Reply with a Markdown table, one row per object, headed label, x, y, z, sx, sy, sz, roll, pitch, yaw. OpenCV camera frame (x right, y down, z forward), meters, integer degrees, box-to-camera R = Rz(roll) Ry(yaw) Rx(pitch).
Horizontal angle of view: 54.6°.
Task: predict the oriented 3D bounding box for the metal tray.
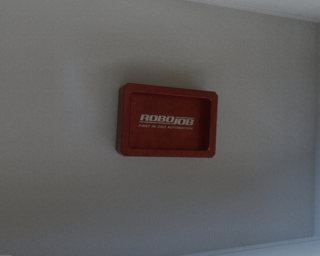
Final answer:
| label | x | y | z | sx | sy | sz | roll | pitch | yaw |
| --- | --- | --- | --- | --- | --- | --- | --- | --- | --- |
| metal tray | 0.011 | -0.008 | 0.411 | 0.131 | 0.030 | 0.090 | 3 | 89 | -20 |
